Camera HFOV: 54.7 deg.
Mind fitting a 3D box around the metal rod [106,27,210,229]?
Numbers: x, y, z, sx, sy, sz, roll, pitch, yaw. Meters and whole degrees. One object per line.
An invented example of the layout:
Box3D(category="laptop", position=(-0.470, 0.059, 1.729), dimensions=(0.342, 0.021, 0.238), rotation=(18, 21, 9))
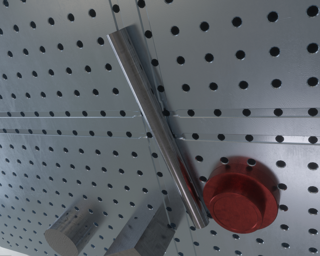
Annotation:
Box3D(category="metal rod", position=(0.005, 0.014, 0.416), dimensions=(0.025, 0.025, 0.299), rotation=(-11, 113, 33))

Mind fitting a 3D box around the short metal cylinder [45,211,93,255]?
Box3D(category="short metal cylinder", position=(-0.183, 0.215, 0.625), dimensions=(0.080, 0.050, 0.079), rotation=(13, 124, 20))

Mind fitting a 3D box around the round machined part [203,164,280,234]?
Box3D(category="round machined part", position=(0.103, 0.099, 0.407), dimensions=(0.098, 0.042, 0.097), rotation=(13, 124, 20))

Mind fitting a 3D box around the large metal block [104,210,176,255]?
Box3D(category="large metal block", position=(-0.033, 0.191, 0.511), dimensions=(0.080, 0.080, 0.050), rotation=(-31, 101, 38))
